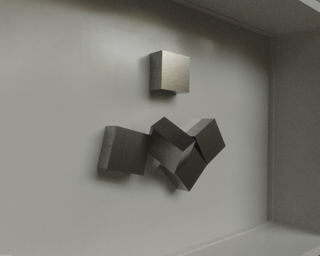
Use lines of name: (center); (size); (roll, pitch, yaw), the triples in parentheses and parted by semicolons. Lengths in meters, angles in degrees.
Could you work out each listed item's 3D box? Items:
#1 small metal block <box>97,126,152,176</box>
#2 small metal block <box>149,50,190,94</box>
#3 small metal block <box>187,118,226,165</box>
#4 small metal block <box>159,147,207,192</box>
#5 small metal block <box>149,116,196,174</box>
small metal block: (-0.042, 0.027, 0.371); (0.050, 0.025, 0.050); (17, 79, -36)
small metal block: (0.014, -0.074, 0.420); (0.050, 0.025, 0.050); (2, 89, -40)
small metal block: (0.067, 0.020, 0.466); (0.050, 0.025, 0.050); (-39, 114, -33)
small metal block: (0.033, 0.053, 0.437); (0.050, 0.025, 0.050); (-51, 120, -28)
small metal block: (0.012, 0.022, 0.389); (0.025, 0.050, 0.050); (-38, 157, -35)
